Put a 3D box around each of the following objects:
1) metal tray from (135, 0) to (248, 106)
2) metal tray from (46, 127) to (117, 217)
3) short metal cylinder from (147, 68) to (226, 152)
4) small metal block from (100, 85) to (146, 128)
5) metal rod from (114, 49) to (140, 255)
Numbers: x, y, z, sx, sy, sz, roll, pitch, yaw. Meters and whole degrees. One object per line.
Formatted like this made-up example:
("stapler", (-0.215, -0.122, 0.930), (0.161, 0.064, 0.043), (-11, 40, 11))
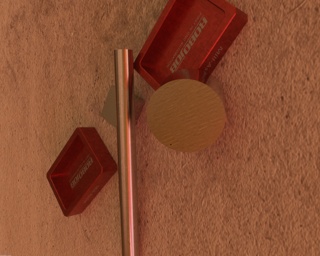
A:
("metal tray", (0.030, -0.101, 0.374), (0.090, 0.030, 0.129), (48, 118, 29))
("metal tray", (-0.132, 0.072, 0.507), (0.129, 0.030, 0.090), (-50, 61, 28))
("short metal cylinder", (0.030, -0.020, 0.338), (0.080, 0.050, 0.079), (4, 113, 10))
("small metal block", (-0.054, -0.028, 0.448), (0.050, 0.025, 0.050), (36, 112, 34))
("metal rod", (-0.044, 0.048, 0.418), (0.025, 0.025, 0.298), (5, 100, 39))
